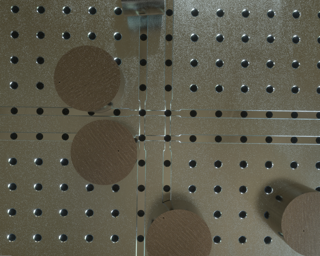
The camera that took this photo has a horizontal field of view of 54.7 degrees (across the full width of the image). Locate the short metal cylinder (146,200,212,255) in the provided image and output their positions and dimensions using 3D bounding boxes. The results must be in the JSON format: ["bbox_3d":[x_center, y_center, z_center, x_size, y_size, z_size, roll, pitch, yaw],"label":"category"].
[{"bbox_3d":[0.023,0.139,0.401,0.081,0.050,0.079,0,90,-1],"label":"short metal cylinder"}]

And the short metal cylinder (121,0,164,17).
[{"bbox_3d":[-0.022,-0.182,0.386,0.050,0.080,0.079,-4,90,0],"label":"short metal cylinder"}]

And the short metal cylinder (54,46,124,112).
[{"bbox_3d":[-0.088,-0.060,0.400,0.081,0.050,0.079,0,90,-1],"label":"short metal cylinder"}]

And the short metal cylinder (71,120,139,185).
[{"bbox_3d":[-0.068,0.029,0.400,0.081,0.050,0.079,0,90,-1],"label":"short metal cylinder"}]

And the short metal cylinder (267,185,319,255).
[{"bbox_3d":[0.188,0.118,0.404,0.081,0.050,0.079,0,90,-1],"label":"short metal cylinder"}]
